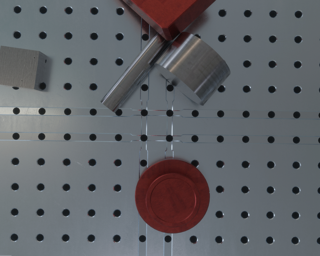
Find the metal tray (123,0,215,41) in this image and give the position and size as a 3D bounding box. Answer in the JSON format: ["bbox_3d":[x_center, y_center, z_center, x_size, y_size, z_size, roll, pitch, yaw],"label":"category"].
[{"bbox_3d":[0.000,-0.183,0.390,0.090,0.030,0.130,-43,71,0],"label":"metal tray"}]

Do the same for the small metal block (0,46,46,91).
[{"bbox_3d":[-0.184,-0.078,0.412,0.050,0.025,0.050,8,90,0],"label":"small metal block"}]

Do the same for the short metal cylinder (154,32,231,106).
[{"bbox_3d":[0.040,-0.073,0.386,0.080,0.080,0.050,40,90,0],"label":"short metal cylinder"}]

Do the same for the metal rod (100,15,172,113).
[{"bbox_3d":[0.025,-0.144,0.413,0.025,0.025,0.300,39,90,0],"label":"metal rod"}]

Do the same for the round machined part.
[{"bbox_3d":[0.016,0.090,0.405,0.099,0.042,0.097,0,90,0],"label":"round machined part"}]
